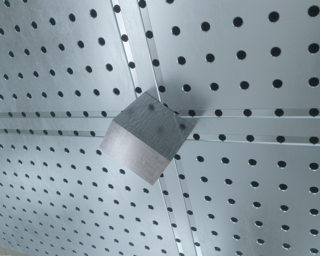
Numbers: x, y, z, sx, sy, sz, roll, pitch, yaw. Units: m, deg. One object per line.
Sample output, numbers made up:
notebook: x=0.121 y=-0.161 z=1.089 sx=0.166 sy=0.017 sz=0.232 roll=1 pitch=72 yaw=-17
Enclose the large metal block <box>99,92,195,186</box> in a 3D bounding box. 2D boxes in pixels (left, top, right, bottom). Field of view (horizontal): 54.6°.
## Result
large metal block: x=-0.014 y=0.011 z=0.390 sx=0.080 sy=0.080 sz=0.050 roll=35 pitch=129 yaw=4
